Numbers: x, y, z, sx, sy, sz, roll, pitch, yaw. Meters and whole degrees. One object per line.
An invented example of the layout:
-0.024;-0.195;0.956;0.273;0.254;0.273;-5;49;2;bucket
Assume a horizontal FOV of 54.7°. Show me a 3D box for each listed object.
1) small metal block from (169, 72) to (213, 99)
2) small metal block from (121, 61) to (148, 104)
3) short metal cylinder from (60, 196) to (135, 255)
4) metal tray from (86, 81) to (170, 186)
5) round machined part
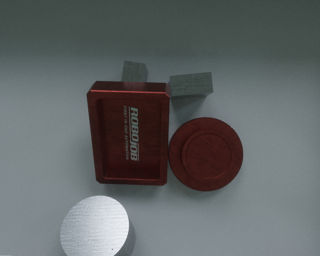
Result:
0.038;-0.053;0.399;0.050;0.050;0.025;-6;90;-1;small metal block
-0.033;-0.055;0.398;0.025;0.050;0.050;9;90;2;small metal block
-0.074;0.130;0.379;0.080;0.050;0.080;-3;54;4;short metal cylinder
-0.035;0.010;0.377;0.091;0.030;0.129;2;119;1;metal tray
0.060;0.034;0.404;0.099;0.042;0.097;0;90;-1;round machined part
